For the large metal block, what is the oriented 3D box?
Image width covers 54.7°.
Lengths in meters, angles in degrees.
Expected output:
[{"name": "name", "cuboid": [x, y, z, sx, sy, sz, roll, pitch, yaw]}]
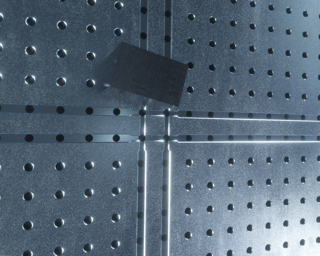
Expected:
[{"name": "large metal block", "cuboid": [-0.023, -0.058, 0.375, 0.081, 0.080, 0.050, 15, 85, -20]}]
